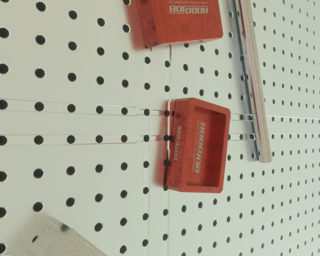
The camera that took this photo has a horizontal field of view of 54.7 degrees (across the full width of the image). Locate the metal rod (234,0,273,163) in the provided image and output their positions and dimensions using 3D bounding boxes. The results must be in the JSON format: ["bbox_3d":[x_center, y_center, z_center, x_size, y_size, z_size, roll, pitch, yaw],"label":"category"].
[{"bbox_3d":[0.167,-0.083,0.548,0.025,0.025,0.298,-19,102,-38],"label":"metal rod"}]

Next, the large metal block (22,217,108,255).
[{"bbox_3d":[-0.097,0.151,0.312,0.080,0.050,0.080,51,60,-28],"label":"large metal block"}]

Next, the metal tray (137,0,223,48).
[{"bbox_3d":[0.031,-0.164,0.431,0.131,0.030,0.089,-18,102,-39],"label":"metal tray"}]

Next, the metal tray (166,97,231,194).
[{"bbox_3d":[0.059,0.028,0.454,0.091,0.030,0.129,12,82,-39],"label":"metal tray"}]
